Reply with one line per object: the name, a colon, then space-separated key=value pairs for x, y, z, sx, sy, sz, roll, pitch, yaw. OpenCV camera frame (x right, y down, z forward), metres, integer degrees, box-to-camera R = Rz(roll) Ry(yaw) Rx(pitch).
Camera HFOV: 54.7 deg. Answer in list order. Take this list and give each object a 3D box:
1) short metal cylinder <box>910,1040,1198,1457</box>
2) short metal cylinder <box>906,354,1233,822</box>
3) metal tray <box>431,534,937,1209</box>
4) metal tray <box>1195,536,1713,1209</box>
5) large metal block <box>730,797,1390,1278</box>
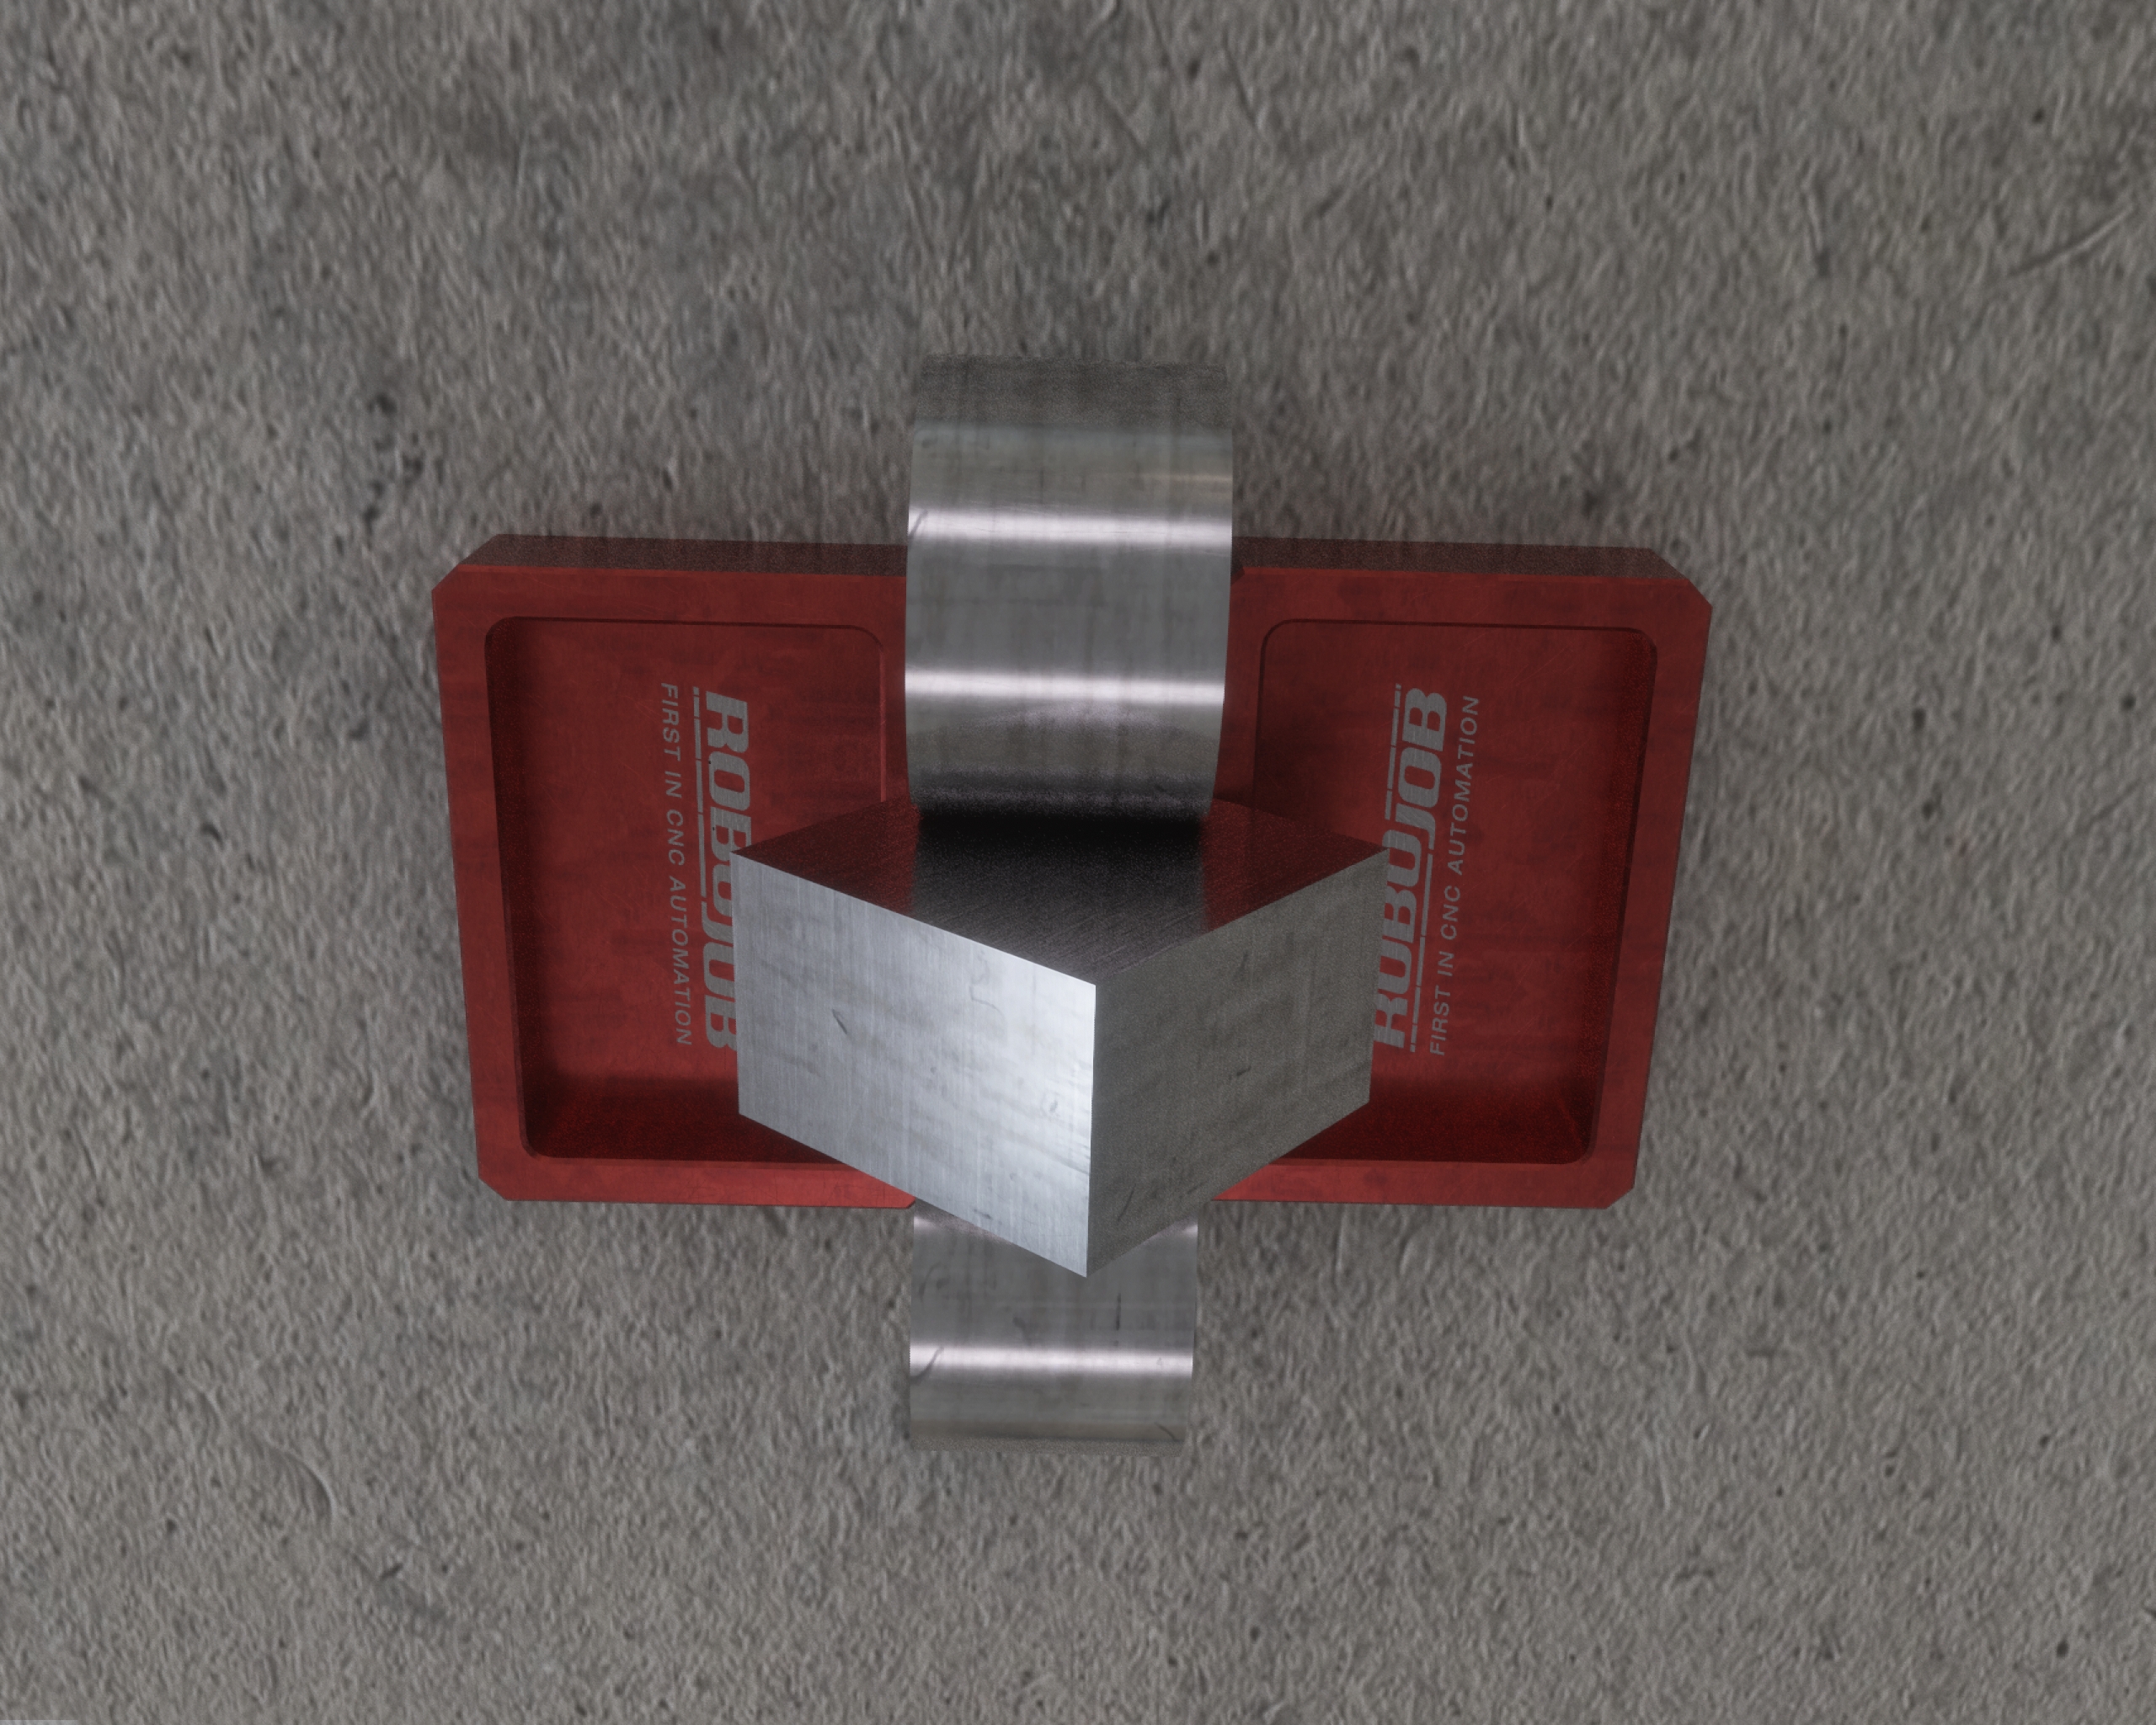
short metal cylinder: x=-0.005 y=0.075 z=0.409 sx=0.050 sy=0.080 sz=0.079 roll=2 pitch=110 yaw=-1
short metal cylinder: x=-0.002 y=-0.047 z=0.364 sx=0.050 sy=0.080 sz=0.079 roll=2 pitch=110 yaw=-1
metal tray: x=-0.073 y=0.003 z=0.409 sx=0.091 sy=0.030 sz=0.129 roll=1 pitch=110 yaw=-1
metal tray: x=0.068 y=0.004 z=0.411 sx=0.091 sy=0.030 sz=0.129 roll=1 pitch=110 yaw=-1
large metal block: x=-0.003 y=0.021 z=0.367 sx=0.080 sy=0.081 sz=0.050 roll=18 pitch=116 yaw=36
